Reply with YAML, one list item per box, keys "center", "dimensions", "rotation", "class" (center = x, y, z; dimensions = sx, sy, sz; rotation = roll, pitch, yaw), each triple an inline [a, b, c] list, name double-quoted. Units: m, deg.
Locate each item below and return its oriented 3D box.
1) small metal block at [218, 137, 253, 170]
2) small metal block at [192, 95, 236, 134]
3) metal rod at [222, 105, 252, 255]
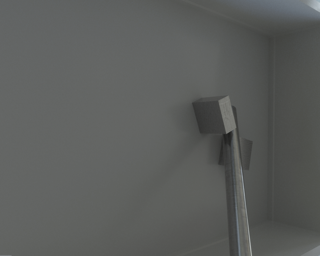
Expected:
- center: [0.127, 0.041, 0.516]
  dimensions: [0.050, 0.025, 0.050]
  rotation: [17, 79, -39]
  class: "small metal block"
- center: [0.080, -0.019, 0.460]
  dimensions: [0.025, 0.050, 0.050]
  rotation: [-27, 107, -37]
  class: "small metal block"
- center: [0.100, 0.085, 0.409]
  dimensions: [0.025, 0.025, 0.300]
  rotation: [40, 39, -33]
  class: "metal rod"
